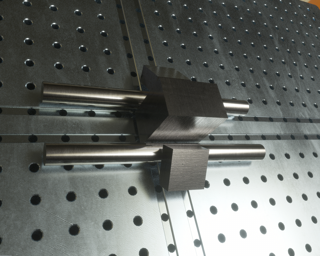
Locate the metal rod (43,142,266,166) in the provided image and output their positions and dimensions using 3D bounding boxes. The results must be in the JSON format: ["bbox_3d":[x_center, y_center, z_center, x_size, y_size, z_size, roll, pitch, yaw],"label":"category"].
[{"bbox_3d":[0.014,0.032,0.392,0.303,0.025,0.025,2,61,-27],"label":"metal rod"}]

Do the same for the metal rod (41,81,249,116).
[{"bbox_3d":[-0.001,-0.036,0.424,0.303,0.025,0.025,2,61,-27],"label":"metal rod"}]

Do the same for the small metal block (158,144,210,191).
[{"bbox_3d":[0.029,0.047,0.375,0.050,0.025,0.050,3,98,-27],"label":"small metal block"}]

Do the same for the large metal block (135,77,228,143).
[{"bbox_3d":[0.024,-0.016,0.390,0.081,0.080,0.050,2,61,-28],"label":"large metal block"}]

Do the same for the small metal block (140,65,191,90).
[{"bbox_3d":[0.007,-0.066,0.433,0.050,0.025,0.050,1,27,-28],"label":"small metal block"}]
